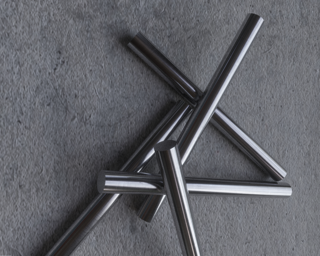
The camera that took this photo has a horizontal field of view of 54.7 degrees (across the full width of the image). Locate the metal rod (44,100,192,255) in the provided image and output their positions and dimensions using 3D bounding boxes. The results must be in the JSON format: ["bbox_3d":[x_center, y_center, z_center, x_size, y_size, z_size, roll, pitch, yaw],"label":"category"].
[{"bbox_3d":[-0.061,0.081,0.387,0.025,0.025,0.300,44,76,-15],"label":"metal rod"}]

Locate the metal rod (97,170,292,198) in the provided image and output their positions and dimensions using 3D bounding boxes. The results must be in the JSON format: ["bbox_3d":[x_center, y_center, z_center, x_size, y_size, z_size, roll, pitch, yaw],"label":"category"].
[{"bbox_3d":[0.066,0.078,0.408,0.302,0.025,0.025,9,87,-30],"label":"metal rod"}]

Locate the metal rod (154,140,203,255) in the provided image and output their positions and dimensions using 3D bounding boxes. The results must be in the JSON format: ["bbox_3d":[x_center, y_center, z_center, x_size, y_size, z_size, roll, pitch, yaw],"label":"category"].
[{"bbox_3d":[0.040,0.153,0.384,0.025,0.025,0.298,-22,113,-19],"label":"metal rod"}]

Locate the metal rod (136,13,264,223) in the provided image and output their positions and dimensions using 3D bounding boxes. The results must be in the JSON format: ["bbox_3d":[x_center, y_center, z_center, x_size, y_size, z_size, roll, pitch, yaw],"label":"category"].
[{"bbox_3d":[0.053,-0.014,0.406,0.025,0.025,0.299,30,89,-18],"label":"metal rod"}]

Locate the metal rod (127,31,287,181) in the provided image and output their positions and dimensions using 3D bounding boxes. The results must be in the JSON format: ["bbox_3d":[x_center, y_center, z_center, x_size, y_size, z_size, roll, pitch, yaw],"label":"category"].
[{"bbox_3d":[0.075,-0.022,0.438,0.300,0.025,0.025,41,77,-16],"label":"metal rod"}]
